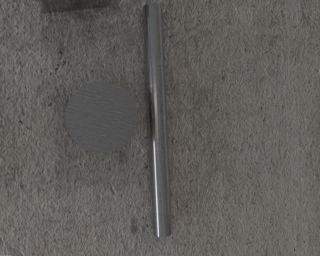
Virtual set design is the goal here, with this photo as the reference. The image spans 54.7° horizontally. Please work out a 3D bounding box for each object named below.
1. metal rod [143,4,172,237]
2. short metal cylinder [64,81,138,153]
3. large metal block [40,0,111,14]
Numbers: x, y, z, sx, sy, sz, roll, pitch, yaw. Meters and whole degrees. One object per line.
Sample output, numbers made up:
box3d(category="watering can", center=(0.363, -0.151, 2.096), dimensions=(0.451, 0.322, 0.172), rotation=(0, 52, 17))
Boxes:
box3d(category="metal rod", center=(-0.003, -0.009, 0.408), dimensions=(0.025, 0.025, 0.298), rotation=(-3, 91, -20))
box3d(category="short metal cylinder", center=(-0.072, -0.012, 0.369), dimensions=(0.081, 0.050, 0.080), rotation=(0, 90, -20))
box3d(category="large metal block", center=(-0.104, -0.184, 0.357), dimensions=(0.081, 0.050, 0.080), rotation=(-14, 95, -20))
